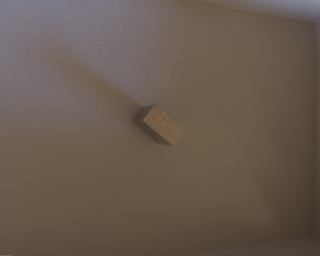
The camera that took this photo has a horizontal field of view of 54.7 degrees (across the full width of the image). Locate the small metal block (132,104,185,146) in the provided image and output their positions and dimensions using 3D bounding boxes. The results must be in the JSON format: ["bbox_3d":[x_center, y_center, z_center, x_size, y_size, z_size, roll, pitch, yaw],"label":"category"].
[{"bbox_3d":[-0.003,-0.003,0.397,0.050,0.050,0.025,41,77,-16],"label":"small metal block"}]
